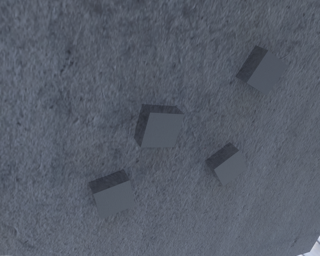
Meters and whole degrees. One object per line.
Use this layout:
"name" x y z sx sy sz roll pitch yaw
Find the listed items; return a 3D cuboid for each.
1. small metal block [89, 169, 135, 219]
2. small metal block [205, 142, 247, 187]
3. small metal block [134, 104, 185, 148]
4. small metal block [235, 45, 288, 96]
"small metal block" -0.066 0.092 0.429 0.050 0.025 0.050 -19 126 -18
"small metal block" 0.109 0.060 0.506 0.050 0.025 0.050 -36 130 -4
"small metal block" -0.002 -0.002 0.406 0.050 0.025 0.050 2 118 -30
"small metal block" 0.144 -0.081 0.438 0.050 0.025 0.050 21 107 -36
